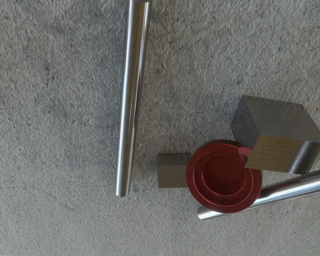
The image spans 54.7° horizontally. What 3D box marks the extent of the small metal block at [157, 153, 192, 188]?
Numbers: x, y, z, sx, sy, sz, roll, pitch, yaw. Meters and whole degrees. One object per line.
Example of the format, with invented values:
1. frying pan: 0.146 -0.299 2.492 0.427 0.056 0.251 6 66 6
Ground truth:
1. small metal block: 0.022 0.064 0.462 0.050 0.025 0.050 -1 131 1

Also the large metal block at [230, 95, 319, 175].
1. large metal block: 0.140 0.007 0.378 0.081 0.080 0.050 8 127 -7

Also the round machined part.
1. round machined part: 0.088 0.061 0.420 0.098 0.042 0.097 5 106 19

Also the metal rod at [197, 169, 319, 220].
1. metal rod: 0.140 0.092 0.414 0.025 0.025 0.299 22 149 -18

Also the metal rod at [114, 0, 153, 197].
1. metal rod: -0.040 -0.013 0.395 0.025 0.025 0.298 6 130 -5
